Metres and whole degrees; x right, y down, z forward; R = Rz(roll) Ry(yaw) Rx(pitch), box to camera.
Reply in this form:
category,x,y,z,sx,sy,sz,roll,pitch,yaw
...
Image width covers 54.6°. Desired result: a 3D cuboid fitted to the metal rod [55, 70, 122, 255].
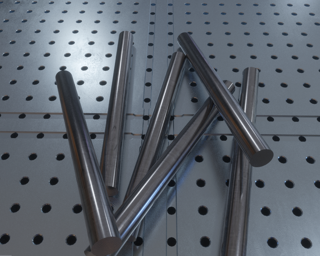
category,x,y,z,sx,sy,sz,roll,pitch,yaw
metal rod,-0.095,0.010,0.361,0.025,0.025,0.300,-16,40,-13

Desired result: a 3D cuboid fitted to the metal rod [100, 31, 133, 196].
category,x,y,z,sx,sy,sz,roll,pitch,yaw
metal rod,-0.059,-0.044,0.444,0.025,0.025,0.300,0,50,0

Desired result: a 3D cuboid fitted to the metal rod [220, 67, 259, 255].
category,x,y,z,sx,sy,sz,roll,pitch,yaw
metal rod,0.104,0.027,0.385,0.025,0.025,0.300,11,51,9

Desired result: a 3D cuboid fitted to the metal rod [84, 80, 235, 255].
category,x,y,z,sx,sy,sz,roll,pitch,yaw
metal rod,0.022,0.027,0.364,0.025,0.025,0.301,25,48,19

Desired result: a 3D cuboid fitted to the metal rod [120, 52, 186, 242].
category,x,y,z,sx,sy,sz,roll,pitch,yaw
metal rod,-0.003,-0.002,0.409,0.025,0.025,0.300,10,51,8

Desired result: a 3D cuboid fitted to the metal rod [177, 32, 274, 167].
category,x,y,z,sx,sy,sz,roll,pitch,yaw
metal rod,0.072,-0.062,0.424,0.025,0.025,0.300,-9,40,-7
